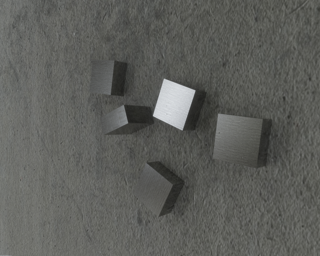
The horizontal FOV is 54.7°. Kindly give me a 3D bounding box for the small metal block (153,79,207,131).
[{"bbox_3d":[0.024,-0.029,0.385,0.050,0.025,0.050,27,107,36],"label":"small metal block"}]

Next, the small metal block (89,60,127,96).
[{"bbox_3d":[-0.079,-0.076,0.470,0.050,0.025,0.050,12,98,39],"label":"small metal block"}]

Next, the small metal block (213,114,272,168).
[{"bbox_3d":[0.088,0.012,0.332,0.050,0.025,0.050,10,96,39],"label":"small metal block"}]

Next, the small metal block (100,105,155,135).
[{"bbox_3d":[-0.045,-0.010,0.426,0.050,0.050,0.025,-23,75,37],"label":"small metal block"}]

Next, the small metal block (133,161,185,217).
[{"bbox_3d":[-0.002,0.079,0.407,0.050,0.025,0.050,35,111,34],"label":"small metal block"}]
